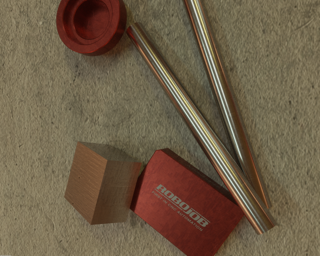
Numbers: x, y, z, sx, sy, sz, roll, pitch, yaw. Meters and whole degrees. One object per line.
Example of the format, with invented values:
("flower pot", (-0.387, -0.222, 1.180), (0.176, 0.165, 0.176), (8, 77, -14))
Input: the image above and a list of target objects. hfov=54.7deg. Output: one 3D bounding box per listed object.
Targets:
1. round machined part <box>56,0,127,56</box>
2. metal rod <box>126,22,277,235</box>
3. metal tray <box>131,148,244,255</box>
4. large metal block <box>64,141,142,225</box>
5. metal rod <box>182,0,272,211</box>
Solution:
("round machined part", (-0.090, -0.148, 0.430), (0.098, 0.042, 0.097), (0, 90, 19))
("metal rod", (0.041, -0.012, 0.379), (0.025, 0.025, 0.299), (-37, 73, 16))
("metal tray", (0.030, 0.097, 0.395), (0.130, 0.030, 0.090), (35, 101, 16))
("large metal block", (-0.077, 0.069, 0.404), (0.080, 0.050, 0.079), (21, 98, 48))
("metal rod", (0.077, -0.047, 0.381), (0.025, 0.025, 0.299), (-19, 84, 19))
